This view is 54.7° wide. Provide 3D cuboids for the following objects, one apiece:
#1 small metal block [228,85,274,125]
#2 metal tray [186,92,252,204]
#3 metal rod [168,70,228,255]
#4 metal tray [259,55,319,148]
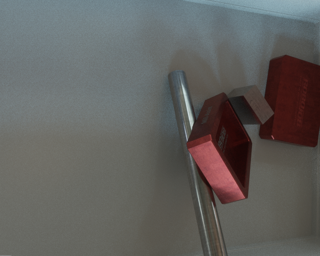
[{"bbox_3d":[0.127,-0.032,0.446,0.025,0.050,0.050,-41,103,-15],"label":"small metal block"},{"bbox_3d":[0.081,0.020,0.392,0.090,0.030,0.130,57,30,-16],"label":"metal tray"},{"bbox_3d":[0.047,0.063,0.362,0.025,0.025,0.299,-1,64,-20],"label":"metal rod"},{"bbox_3d":[0.211,-0.040,0.488,0.091,0.030,0.129,11,86,-20],"label":"metal tray"}]
